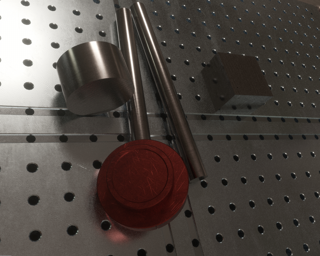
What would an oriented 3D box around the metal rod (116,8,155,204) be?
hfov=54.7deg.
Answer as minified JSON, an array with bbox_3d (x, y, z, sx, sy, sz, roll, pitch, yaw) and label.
[{"bbox_3d":[-0.035,-0.048,0.420,0.025,0.025,0.299,5,60,-26],"label":"metal rod"}]

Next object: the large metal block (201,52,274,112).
[{"bbox_3d":[0.125,-0.073,0.506,0.081,0.050,0.080,-1,62,-29],"label":"large metal block"}]

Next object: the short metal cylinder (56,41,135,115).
[{"bbox_3d":[-0.076,-0.056,0.367,0.081,0.080,0.050,-8,66,-32],"label":"short metal cylinder"}]

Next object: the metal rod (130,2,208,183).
[{"bbox_3d":[0.006,-0.066,0.453,0.025,0.025,0.299,-4,64,-31],"label":"metal rod"}]

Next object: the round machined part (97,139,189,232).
[{"bbox_3d":[-0.019,0.056,0.328,0.099,0.042,0.098,-1,63,3],"label":"round machined part"}]
